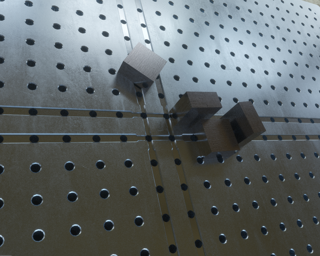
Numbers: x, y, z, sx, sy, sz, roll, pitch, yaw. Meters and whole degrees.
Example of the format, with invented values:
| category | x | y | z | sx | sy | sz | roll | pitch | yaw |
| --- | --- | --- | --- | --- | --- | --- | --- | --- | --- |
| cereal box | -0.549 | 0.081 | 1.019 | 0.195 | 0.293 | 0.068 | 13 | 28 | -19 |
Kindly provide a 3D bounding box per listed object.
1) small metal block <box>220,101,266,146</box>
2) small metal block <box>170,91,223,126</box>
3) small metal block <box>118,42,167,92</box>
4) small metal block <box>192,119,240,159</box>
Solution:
| category | x | y | z | sx | sy | sz | roll | pitch | yaw |
| --- | --- | --- | --- | --- | --- | --- | --- | --- | --- |
| small metal block | 0.121 | -0.005 | 0.459 | 0.025 | 0.050 | 0.050 | -8 | 66 | -31 |
| small metal block | 0.050 | -0.027 | 0.434 | 0.050 | 0.050 | 0.025 | -3 | 63 | -30 |
| small metal block | -0.025 | -0.089 | 0.449 | 0.050 | 0.025 | 0.050 | 34 | 51 | -6 |
| small metal block | 0.079 | 0.015 | 0.441 | 0.050 | 0.025 | 0.050 | -2 | 63 | -29 |
